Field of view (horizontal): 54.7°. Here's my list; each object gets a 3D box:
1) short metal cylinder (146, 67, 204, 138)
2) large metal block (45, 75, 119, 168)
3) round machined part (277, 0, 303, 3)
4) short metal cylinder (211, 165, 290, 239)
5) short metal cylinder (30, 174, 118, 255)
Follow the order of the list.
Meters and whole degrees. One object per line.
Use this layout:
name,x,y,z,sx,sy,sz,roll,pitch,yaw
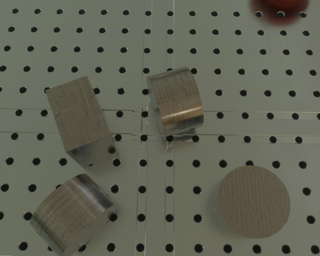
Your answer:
short metal cylinder,0.018,-0.033,0.395,0.050,0.080,0.080,-16,71,-6
large metal block,-0.093,-0.004,0.383,0.050,0.080,0.080,-22,72,-8
round machined part,0.207,-0.240,0.492,0.099,0.042,0.098,0,70,0
short metal cylinder,0.104,0.089,0.367,0.081,0.050,0.080,0,70,0
short metal cylinder,-0.094,0.098,0.346,0.050,0.080,0.080,42,75,13
